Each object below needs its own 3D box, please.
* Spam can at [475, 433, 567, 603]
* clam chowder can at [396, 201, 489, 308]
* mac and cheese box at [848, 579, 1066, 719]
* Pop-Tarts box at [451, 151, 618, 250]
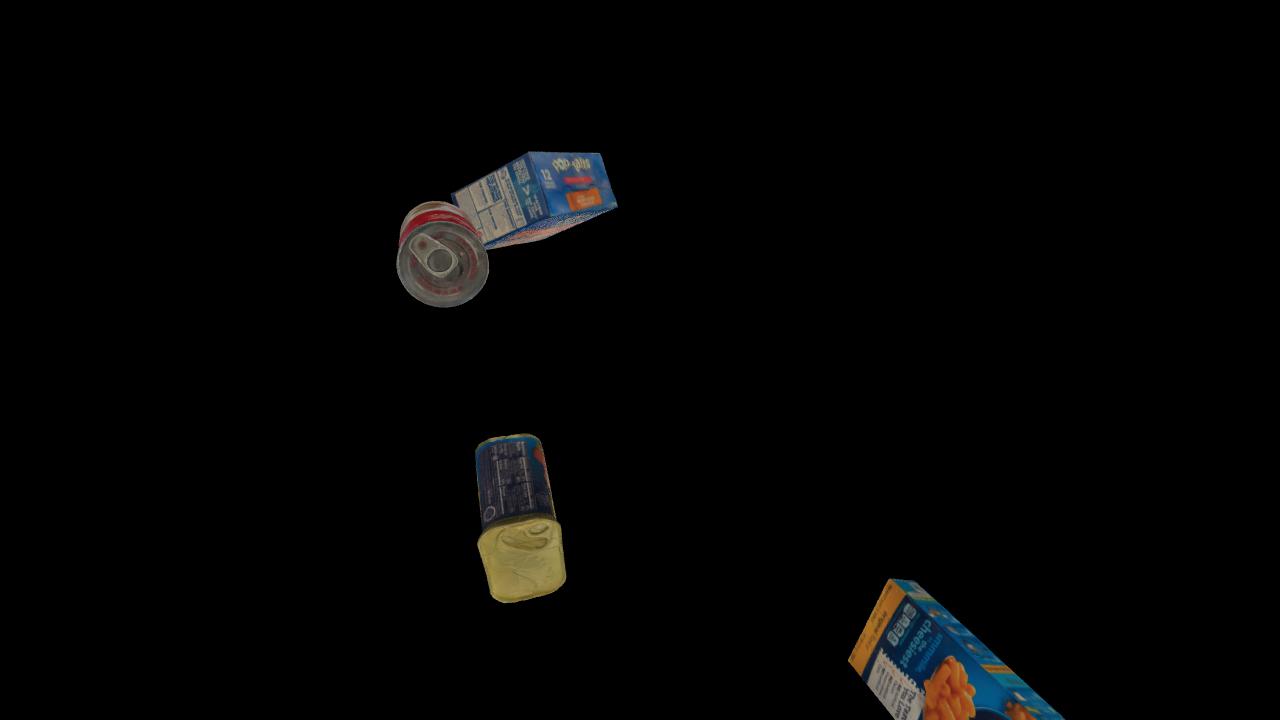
[{"bbox_3d":[-0.094,0.120,0.474,0.058,0.101,0.085,-9,42,-13],"label":"Spam can"},{"bbox_3d":[-0.165,-0.091,0.509,0.068,0.068,0.102,0,22,-21],"label":"clam chowder can"},{"bbox_3d":[0.246,0.265,0.471,0.041,0.093,0.184,16,13,-24],"label":"mac and cheese box"},{"bbox_3d":[-0.136,-0.212,0.822,0.141,0.083,0.167,-16,9,31],"label":"Pop-Tarts box"}]
